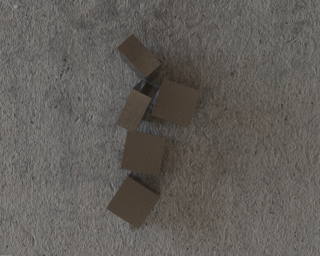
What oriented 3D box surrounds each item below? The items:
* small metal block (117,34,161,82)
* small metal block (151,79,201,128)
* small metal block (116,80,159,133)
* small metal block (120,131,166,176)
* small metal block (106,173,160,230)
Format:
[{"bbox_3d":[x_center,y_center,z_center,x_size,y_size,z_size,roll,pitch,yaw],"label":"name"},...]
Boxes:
[{"bbox_3d":[-0.026,-0.086,0.396,0.025,0.050,0.050,-43,90,-3],"label":"small metal block"},{"bbox_3d":[0.020,-0.032,0.410,0.050,0.025,0.050,19,90,0],"label":"small metal block"},{"bbox_3d":[-0.027,-0.028,0.390,0.025,0.050,0.050,27,112,0],"label":"small metal block"},{"bbox_3d":[-0.022,0.032,0.410,0.050,0.025,0.050,10,90,0],"label":"small metal block"},{"bbox_3d":[-0.035,0.096,0.410,0.050,0.025,0.050,33,90,0],"label":"small metal block"}]
